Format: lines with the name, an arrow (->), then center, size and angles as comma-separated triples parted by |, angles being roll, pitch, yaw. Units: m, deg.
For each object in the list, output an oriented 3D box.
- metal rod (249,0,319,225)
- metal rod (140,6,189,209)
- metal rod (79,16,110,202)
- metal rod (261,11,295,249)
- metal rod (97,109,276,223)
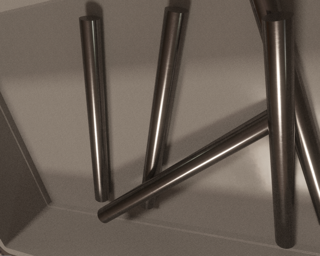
metal rod -> 0.144, -0.015, 0.322 | 0.025, 0.025, 0.299 | -12, 112, 33
metal rod -> -0.001, -0.002, 0.406 | 0.025, 0.025, 0.298 | 20, 126, 16
metal rod -> -0.091, -0.006, 0.450 | 0.025, 0.025, 0.298 | 16, 125, 19
metal rod -> 0.132, 0.029, 0.334 | 0.025, 0.025, 0.298 | 2, 127, 27
metal rod -> 0.017, 0.064, 0.413 | 0.299, 0.025, 0.025 | -35, 99, 30
